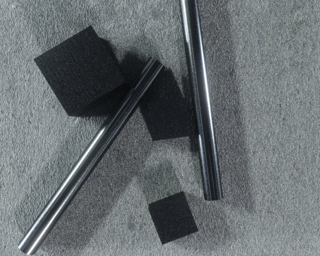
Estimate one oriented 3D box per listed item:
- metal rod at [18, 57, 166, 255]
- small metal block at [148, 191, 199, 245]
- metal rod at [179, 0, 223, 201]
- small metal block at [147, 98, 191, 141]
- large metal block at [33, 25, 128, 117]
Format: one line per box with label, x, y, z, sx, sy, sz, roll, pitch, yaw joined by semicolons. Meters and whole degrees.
metal rod;-0.089;0.036;0.408;0.025;0.025;0.299;35;90;-1
small metal block;0.017;0.118;0.410;0.050;0.025;0.050;-21;90;-1
metal rod;0.052;-0.055;0.410;0.025;0.025;0.298;-7;90;0
small metal block;0.012;-0.011;0.410;0.050;0.025;0.050;-8;90;-1
large metal block;-0.096;-0.069;0.396;0.080;0.050;0.080;-31;90;0
